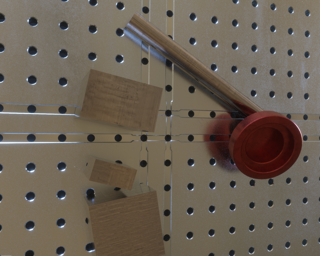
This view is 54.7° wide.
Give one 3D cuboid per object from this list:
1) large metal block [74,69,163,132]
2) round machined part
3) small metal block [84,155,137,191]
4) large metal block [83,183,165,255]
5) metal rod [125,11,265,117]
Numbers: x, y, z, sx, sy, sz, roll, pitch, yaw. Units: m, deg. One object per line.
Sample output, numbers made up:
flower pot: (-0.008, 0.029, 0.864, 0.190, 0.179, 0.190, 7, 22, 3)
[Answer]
large metal block: (-0.052, -0.028, 0.364, 0.081, 0.080, 0.050, 13, 86, -20)
round machined part: (0.147, 0.021, 0.445, 0.099, 0.042, 0.097, -2, 112, -5)
small metal block: (-0.061, 0.054, 0.377, 0.050, 0.050, 0.025, 18, 84, -19)
large metal block: (-0.045, 0.120, 0.383, 0.081, 0.050, 0.079, -9, 93, -20)
metal rod: (0.082, -0.061, 0.442, 0.301, 0.025, 0.025, 33, 79, -17)
